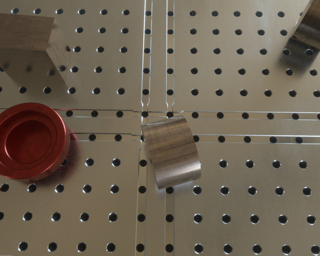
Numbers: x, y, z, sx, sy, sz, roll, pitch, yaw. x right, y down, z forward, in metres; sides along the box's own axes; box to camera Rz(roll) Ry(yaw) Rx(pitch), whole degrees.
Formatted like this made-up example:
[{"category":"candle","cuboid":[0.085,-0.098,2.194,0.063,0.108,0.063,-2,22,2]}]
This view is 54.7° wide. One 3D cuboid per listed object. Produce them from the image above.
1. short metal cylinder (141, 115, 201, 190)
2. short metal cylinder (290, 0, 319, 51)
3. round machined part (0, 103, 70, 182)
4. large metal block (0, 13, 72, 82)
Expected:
[{"category":"short metal cylinder","cuboid":[0.012,0.029,0.372,0.050,0.080,0.080,-15,71,-5]},{"category":"short metal cylinder","cuboid":[0.230,-0.155,0.441,0.050,0.080,0.080,28,73,10]},{"category":"round machined part","cuboid":[-0.164,0.020,0.394,0.099,0.042,0.098,0,70,0]},{"category":"large metal block","cuboid":[-0.175,-0.106,0.420,0.080,0.080,0.050,5,70,2]}]
